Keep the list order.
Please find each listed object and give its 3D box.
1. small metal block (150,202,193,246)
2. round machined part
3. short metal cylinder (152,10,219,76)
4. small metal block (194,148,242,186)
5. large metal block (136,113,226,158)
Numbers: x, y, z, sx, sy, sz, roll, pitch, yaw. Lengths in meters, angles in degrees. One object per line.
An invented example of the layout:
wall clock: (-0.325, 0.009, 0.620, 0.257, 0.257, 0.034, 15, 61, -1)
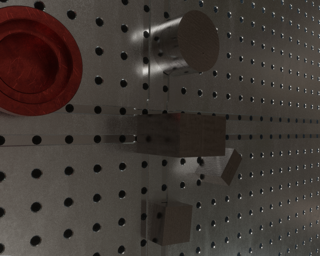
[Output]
small metal block: (0.016, 0.130, 0.426, 0.050, 0.025, 0.050, 9, 84, -40)
round machined part: (-0.128, -0.059, 0.292, 0.099, 0.042, 0.097, 0, 90, -40)
short metal cylinder: (0.036, -0.114, 0.425, 0.081, 0.050, 0.079, 0, 90, -40)
small metal block: (0.089, 0.057, 0.470, 0.025, 0.050, 0.050, 48, 62, -30)
large metal block: (0.027, 0.009, 0.398, 0.081, 0.080, 0.050, 2, 89, -40)
